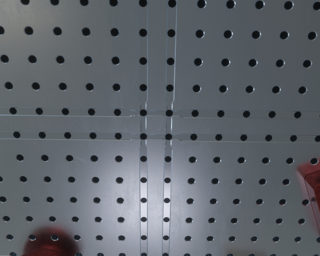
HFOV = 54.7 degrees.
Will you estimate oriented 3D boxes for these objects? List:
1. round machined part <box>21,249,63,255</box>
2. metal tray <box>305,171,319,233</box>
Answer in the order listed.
[{"bbox_3d":[-0.185,0.232,0.488,0.099,0.042,0.097,0,110,0],"label":"round machined part"},{"bbox_3d":[0.277,0.116,0.456,0.090,0.030,0.129,-21,109,7],"label":"metal tray"}]
